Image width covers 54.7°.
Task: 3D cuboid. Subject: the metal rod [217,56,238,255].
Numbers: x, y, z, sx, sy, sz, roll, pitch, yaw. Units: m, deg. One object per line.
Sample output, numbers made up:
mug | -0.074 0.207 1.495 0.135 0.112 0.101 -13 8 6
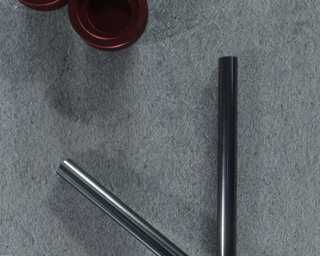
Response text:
metal rod | 0.089 0.057 0.410 0.025 0.025 0.298 0 90 0

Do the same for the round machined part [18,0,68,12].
round machined part | -0.148 -0.199 0.400 0.099 0.042 0.097 0 90 0

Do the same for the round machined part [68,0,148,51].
round machined part | -0.064 -0.147 0.401 0.099 0.042 0.097 0 90 0

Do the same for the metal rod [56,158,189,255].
metal rod | -0.010 0.142 0.398 0.300 0.025 0.025 38 90 4
